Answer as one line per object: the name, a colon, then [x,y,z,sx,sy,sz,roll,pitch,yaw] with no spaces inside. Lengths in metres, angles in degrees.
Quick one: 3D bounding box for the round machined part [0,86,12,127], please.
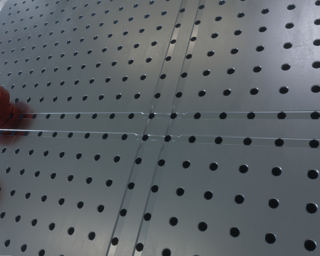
round machined part: [-0.324,-0.034,0.590,0.098,0.042,0.098,-13,56,21]
